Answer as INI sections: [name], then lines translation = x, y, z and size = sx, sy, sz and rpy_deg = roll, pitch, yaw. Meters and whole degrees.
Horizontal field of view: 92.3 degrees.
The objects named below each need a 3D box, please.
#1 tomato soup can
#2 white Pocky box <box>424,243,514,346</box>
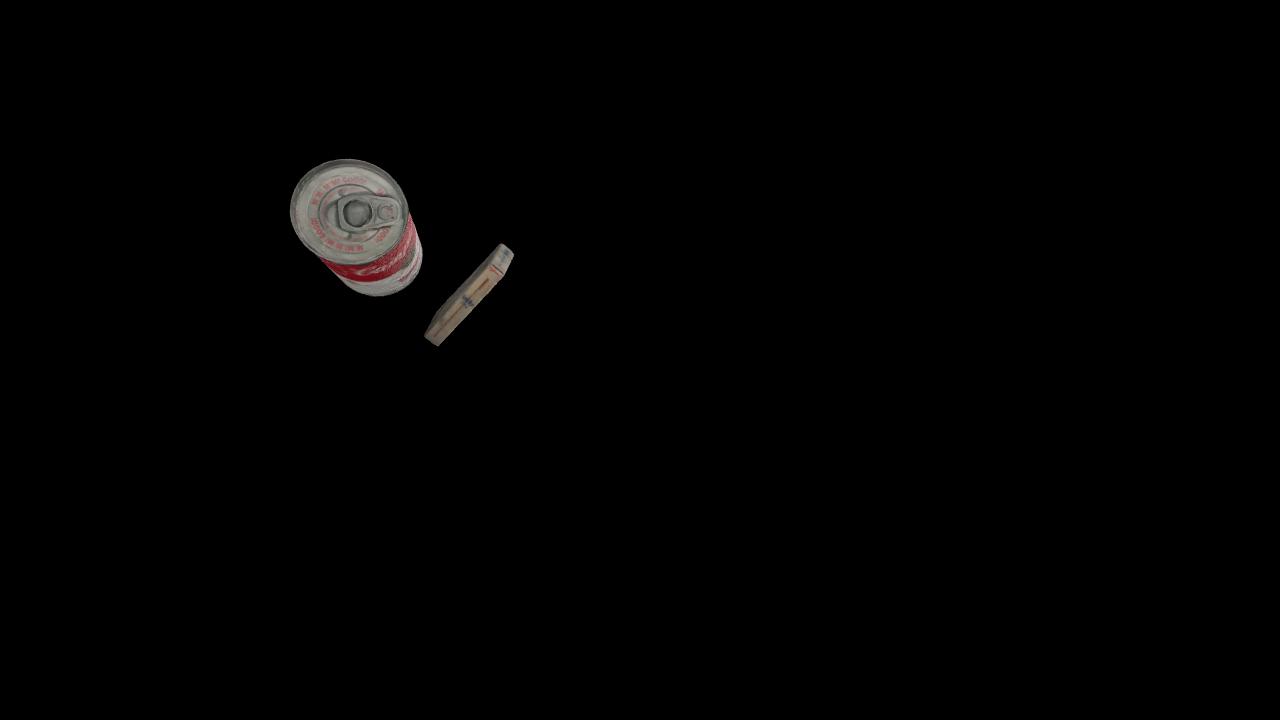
[tomato soup can]
translation = -0.189, -0.085, 0.424
size = 0.068, 0.068, 0.101
rpy_deg = 0, -6, -14
[white Pocky box]
translation = -0.242, -0.093, 0.870
size = 0.028, 0.154, 0.084
rpy_deg = 41, 21, -22
